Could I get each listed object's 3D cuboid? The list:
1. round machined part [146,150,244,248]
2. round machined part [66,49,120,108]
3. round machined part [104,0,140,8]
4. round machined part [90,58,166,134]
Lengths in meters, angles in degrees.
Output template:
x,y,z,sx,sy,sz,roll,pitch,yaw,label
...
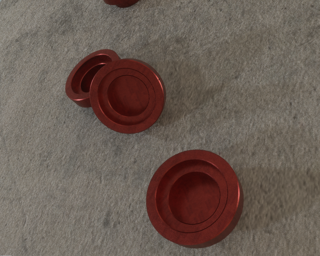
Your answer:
x,y,z,sx,sy,sz,roll,pitch,yaw,label
0.039,0.075,0.326,0.098,0.042,0.098,-13,56,20,round machined part
-0.094,-0.072,0.481,0.098,0.042,0.098,-16,52,22,round machined part
-0.066,-0.270,0.591,0.098,0.042,0.098,-13,56,20,round machined part
-0.040,-0.045,0.417,0.098,0.098,0.042,-22,12,14,round machined part
